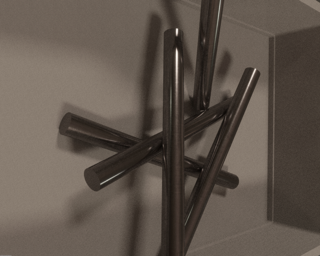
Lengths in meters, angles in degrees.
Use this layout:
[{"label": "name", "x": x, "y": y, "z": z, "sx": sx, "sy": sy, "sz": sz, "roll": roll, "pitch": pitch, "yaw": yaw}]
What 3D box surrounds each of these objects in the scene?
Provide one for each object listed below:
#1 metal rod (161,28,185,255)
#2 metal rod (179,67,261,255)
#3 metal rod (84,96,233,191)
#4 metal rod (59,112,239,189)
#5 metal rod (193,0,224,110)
[{"label": "metal rod", "x": 0.015, "y": 0.026, "z": 0.353, "sx": 0.025, "sy": 0.025, "sz": 0.299, "roll": 13, "pitch": 71, "yaw": -40}, {"label": "metal rod", "x": 0.080, "y": 0.042, "z": 0.440, "sx": 0.025, "sy": 0.025, "sz": 0.300, "roll": 38, "pitch": 70, "yaw": -34}, {"label": "metal rod", "x": 0.030, "y": 0.004, "z": 0.410, "sx": 0.302, "sy": 0.025, "sz": 0.025, "roll": -26, "pitch": 107, "yaw": -45}, {"label": "metal rod", "x": 0.010, "y": 0.042, "z": 0.417, "sx": 0.302, "sy": 0.025, "sz": 0.025, "roll": 23, "pitch": 76, "yaw": -38}, {"label": "metal rod", "x": 0.059, "y": -0.133, "z": 0.352, "sx": 0.025, "sy": 0.025, "sz": 0.298, "roll": -45, "pitch": 151, "yaw": -31}]
